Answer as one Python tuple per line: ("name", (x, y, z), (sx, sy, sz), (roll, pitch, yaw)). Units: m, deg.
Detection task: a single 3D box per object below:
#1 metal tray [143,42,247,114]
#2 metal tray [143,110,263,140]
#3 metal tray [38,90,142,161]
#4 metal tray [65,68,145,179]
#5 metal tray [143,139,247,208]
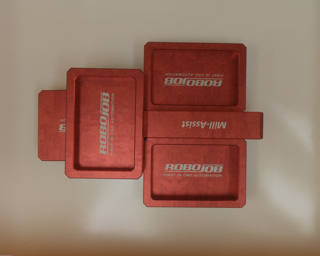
("metal tray", (0.045, -0.064, 0.408), (0.131, 0.030, 0.089), (1, 90, -1))
("metal tray", (0.047, -0.004, 0.377), (0.131, 0.090, 0.030), (1, 90, -1))
("metal tray", (-0.088, -0.003, 0.405), (0.131, 0.030, 0.089), (0, 90, -1))
("metal tray", (-0.065, -0.005, 0.376), (0.091, 0.030, 0.129), (1, 90, -1))
("metal tray", (0.045, 0.056, 0.408), (0.131, 0.030, 0.089), (1, 90, -1))
